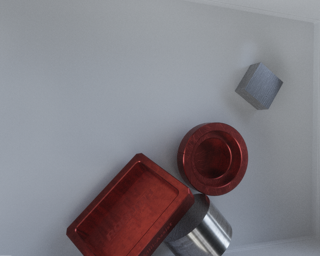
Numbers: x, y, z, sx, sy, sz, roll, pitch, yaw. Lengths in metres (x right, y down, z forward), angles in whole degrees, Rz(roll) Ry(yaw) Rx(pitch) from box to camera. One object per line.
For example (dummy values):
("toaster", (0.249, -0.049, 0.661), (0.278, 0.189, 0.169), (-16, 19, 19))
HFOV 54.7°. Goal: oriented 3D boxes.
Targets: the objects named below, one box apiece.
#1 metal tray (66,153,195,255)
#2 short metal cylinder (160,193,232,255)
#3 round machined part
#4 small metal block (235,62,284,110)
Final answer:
("metal tray", (-0.034, 0.103, 0.365), (0.130, 0.090, 0.030), (-47, 145, -14))
("short metal cylinder", (0.045, 0.131, 0.399), (0.080, 0.080, 0.050), (-42, 104, -15))
("round machined part", (0.068, 0.041, 0.428), (0.099, 0.042, 0.097), (0, 90, -21))
("small metal block", (0.150, -0.062, 0.468), (0.050, 0.025, 0.050), (36, 78, -17))
